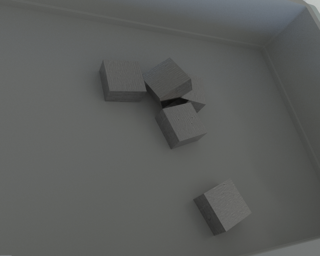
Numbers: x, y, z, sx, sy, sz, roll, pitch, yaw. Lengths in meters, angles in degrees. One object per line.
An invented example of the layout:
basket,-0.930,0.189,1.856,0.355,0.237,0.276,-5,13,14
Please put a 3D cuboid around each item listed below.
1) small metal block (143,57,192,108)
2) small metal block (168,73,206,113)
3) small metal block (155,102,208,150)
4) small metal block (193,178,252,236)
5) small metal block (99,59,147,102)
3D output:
small metal block,0.009,-0.063,0.428,0.050,0.025,0.050,-33,60,-10
small metal block,0.038,-0.055,0.461,0.050,0.025,0.050,12,57,-22
small metal block,0.029,-0.004,0.425,0.050,0.025,0.050,-16,70,-35
small metal block,0.079,0.098,0.390,0.050,0.025,0.050,-20,72,-36
small metal block,-0.051,-0.063,0.417,0.050,0.025,0.050,-2,63,-26
